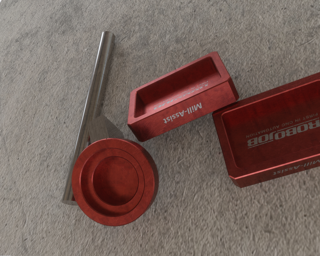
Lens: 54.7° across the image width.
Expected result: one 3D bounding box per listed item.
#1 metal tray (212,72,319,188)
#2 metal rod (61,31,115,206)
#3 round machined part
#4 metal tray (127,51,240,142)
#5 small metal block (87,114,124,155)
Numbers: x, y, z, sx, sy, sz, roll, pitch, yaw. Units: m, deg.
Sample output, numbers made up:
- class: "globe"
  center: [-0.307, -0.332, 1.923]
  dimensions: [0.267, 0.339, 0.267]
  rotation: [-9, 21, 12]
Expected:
- class: "metal tray"
  center: [0.130, 0.002, 0.330]
  dimensions: [0.130, 0.030, 0.090]
  rotation: [-20, 54, 16]
- class: "metal rod"
  center: [-0.103, -0.032, 0.475]
  dimensions: [0.025, 0.025, 0.299]
  rotation: [-9, 58, 23]
- class: "round machined part"
  center: [-0.049, 0.060, 0.363]
  dimensions: [0.098, 0.042, 0.097]
  rotation: [0, 88, 14]
- class: "metal tray"
  center: [0.024, -0.042, 0.392]
  dimensions: [0.130, 0.030, 0.090]
  rotation: [-24, 32, 13]
- class: "small metal block"
  center: [-0.067, 0.018, 0.409]
  dimensions: [0.025, 0.050, 0.050]
  rotation: [-30, 50, 9]
